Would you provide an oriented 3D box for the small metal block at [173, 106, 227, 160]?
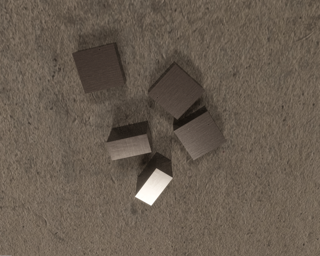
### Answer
[{"bbox_3d":[0.052,0.007,0.413,0.050,0.025,0.050,-31,108,10],"label":"small metal block"}]

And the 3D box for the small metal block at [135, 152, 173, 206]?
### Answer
[{"bbox_3d":[-0.008,0.068,0.421,0.025,0.050,0.050,32,107,-12],"label":"small metal block"}]

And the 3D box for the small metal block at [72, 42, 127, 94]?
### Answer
[{"bbox_3d":[-0.073,-0.074,0.381,0.050,0.025,0.050,-12,110,4],"label":"small metal block"}]

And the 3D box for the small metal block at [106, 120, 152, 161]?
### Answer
[{"bbox_3d":[-0.038,0.015,0.402,0.050,0.050,0.025,-12,110,4],"label":"small metal block"}]

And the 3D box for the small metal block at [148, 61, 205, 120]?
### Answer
[{"bbox_3d":[0.020,-0.048,0.393,0.050,0.025,0.050,40,105,-14],"label":"small metal block"}]
